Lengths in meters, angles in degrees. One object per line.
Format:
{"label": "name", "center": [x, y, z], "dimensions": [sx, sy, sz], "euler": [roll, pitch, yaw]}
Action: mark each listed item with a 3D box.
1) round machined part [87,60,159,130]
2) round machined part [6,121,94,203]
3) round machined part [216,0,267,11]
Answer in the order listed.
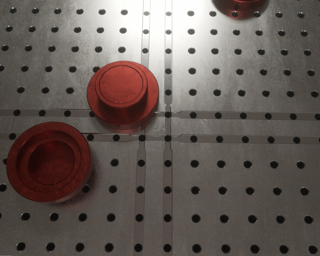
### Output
{"label": "round machined part", "center": [-0.050, -0.050, 0.420], "dimensions": [0.099, 0.042, 0.098], "euler": [0, 70, -1]}
{"label": "round machined part", "center": [-0.132, 0.044, 0.385], "dimensions": [0.099, 0.042, 0.098], "euler": [0, 70, -1]}
{"label": "round machined part", "center": [0.132, -0.240, 0.492], "dimensions": [0.099, 0.042, 0.098], "euler": [0, 70, -1]}
